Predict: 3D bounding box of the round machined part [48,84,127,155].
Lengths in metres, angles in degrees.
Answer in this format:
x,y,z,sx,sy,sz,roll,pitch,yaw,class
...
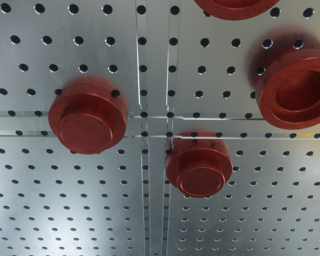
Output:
x,y,z,sx,sy,sz,roll,pitch,yaw,class
-0.093,-0.004,0.396,0.099,0.042,0.097,0,130,0,round machined part

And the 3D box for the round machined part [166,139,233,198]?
x,y,z,sx,sy,sz,roll,pitch,yaw,class
0.058,0.066,0.457,0.099,0.042,0.097,0,130,0,round machined part

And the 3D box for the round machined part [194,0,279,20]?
x,y,z,sx,sy,sz,roll,pitch,yaw,class
0.069,-0.150,0.273,0.099,0.042,0.097,0,130,0,round machined part

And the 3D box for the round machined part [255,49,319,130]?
x,y,z,sx,sy,sz,roll,pitch,yaw,class
0.161,-0.048,0.361,0.099,0.042,0.097,0,130,0,round machined part
